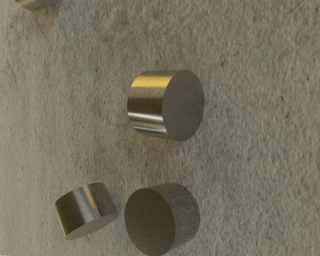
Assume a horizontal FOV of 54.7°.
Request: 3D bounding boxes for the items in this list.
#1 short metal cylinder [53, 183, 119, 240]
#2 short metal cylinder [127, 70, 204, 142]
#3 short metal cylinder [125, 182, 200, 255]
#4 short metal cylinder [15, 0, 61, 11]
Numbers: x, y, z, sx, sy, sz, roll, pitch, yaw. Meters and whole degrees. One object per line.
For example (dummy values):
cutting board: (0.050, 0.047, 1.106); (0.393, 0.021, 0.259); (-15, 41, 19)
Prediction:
short metal cylinder: (-0.109, 0.123, 0.456); (0.080, 0.081, 0.050); (-43, 64, 31)
short metal cylinder: (0.009, -0.027, 0.360); (0.050, 0.081, 0.079); (8, 95, 39)
short metal cylinder: (0.002, 0.111, 0.385); (0.080, 0.050, 0.079); (0, 90, 39)
short metal cylinder: (-0.217, -0.253, 0.545); (0.050, 0.081, 0.079); (2, 92, 40)
